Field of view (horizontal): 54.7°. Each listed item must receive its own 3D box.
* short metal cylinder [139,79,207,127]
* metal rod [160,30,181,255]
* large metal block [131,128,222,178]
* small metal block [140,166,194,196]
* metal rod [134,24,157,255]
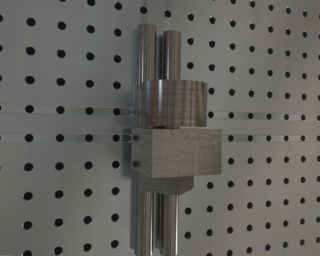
[{"bbox_3d":[0.016,-0.027,0.368,0.081,0.080,0.050,1,90,-20],"label":"short metal cylinder"},{"bbox_3d":[0.014,0.020,0.420,0.025,0.025,0.298,1,90,-20],"label":"metal rod"},{"bbox_3d":[0.016,0.026,0.364,0.081,0.080,0.050,0,90,-20],"label":"large metal block"},{"bbox_3d":[0.010,0.063,0.380,0.050,0.050,0.025,1,90,-65],"label":"small metal block"},{"bbox_3d":[-0.019,0.015,0.408,0.025,0.025,0.298,1,90,-20],"label":"metal rod"}]
